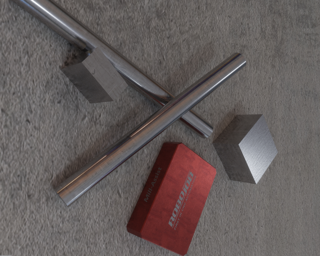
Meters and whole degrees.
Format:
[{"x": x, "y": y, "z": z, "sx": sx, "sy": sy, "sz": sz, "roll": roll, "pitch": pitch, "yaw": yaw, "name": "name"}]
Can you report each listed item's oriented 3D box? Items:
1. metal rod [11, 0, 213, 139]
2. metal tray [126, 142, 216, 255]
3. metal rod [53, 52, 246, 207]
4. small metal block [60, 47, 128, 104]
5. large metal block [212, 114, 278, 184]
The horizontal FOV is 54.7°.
[{"x": -0.033, "y": -0.064, "z": 0.378, "sx": 0.301, "sy": 0.025, "sz": 0.025, "roll": 34, "pitch": 69, "yaw": -35, "name": "metal rod"}, {"x": 0.021, "y": 0.095, "z": 0.421, "sx": 0.090, "sy": 0.030, "sz": 0.130, "roll": 38, "pitch": 67, "yaw": -34, "name": "metal tray"}, {"x": 0.005, "y": -0.012, "z": 0.383, "sx": 0.302, "sy": 0.025, "sz": 0.025, "roll": -38, "pitch": 114, "yaw": -24, "name": "metal rod"}, {"x": -0.070, "y": -0.054, "z": 0.331, "sx": 0.050, "sy": 0.050, "sz": 0.025, "roll": 52, "pitch": 59, "yaw": -28, "name": "small metal block"}, {"x": 0.142, "y": 0.033, "z": 0.511, "sx": 0.080, "sy": 0.050, "sz": 0.080, "roll": -43, "pitch": 117, "yaw": -31, "name": "large metal block"}]
